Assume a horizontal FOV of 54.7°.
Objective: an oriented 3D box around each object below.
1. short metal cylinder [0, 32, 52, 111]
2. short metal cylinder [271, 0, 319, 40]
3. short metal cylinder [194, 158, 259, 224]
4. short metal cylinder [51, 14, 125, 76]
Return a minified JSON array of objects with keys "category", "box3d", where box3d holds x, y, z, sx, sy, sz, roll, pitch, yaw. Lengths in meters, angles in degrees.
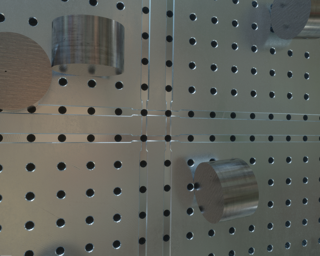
[{"category":"short metal cylinder","box3d":[-0.161,-0.058,0.339,0.081,0.050,0.079,0,90,-20]},{"category":"short metal cylinder","box3d":[0.213,-0.173,0.461,0.050,0.080,0.079,-6,92,-20]},{"category":"short metal cylinder","box3d":[0.086,0.083,0.415,0.050,0.080,0.079,-5,92,-20]},{"category":"short metal cylinder","box3d":[-0.081,-0.090,0.353,0.081,0.080,0.050,0,90,-20]}]
